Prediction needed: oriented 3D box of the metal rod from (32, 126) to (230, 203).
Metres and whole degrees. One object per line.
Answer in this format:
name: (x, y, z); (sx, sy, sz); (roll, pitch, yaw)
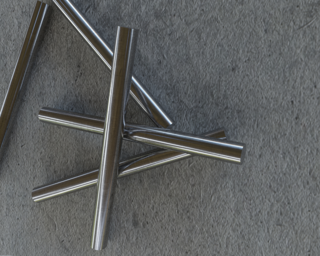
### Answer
metal rod: (-0.052, 0.056, 0.427); (0.300, 0.025, 0.025); (-19, 84, 18)

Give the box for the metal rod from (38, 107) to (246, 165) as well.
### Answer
metal rod: (-0.041, 0.004, 0.406); (0.301, 0.025, 0.025); (10, 94, 26)

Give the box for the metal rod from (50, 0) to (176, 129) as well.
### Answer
metal rod: (-0.082, -0.112, 0.437); (0.025, 0.025, 0.300); (-43, 77, 15)

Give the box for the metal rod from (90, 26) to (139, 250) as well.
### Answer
metal rod: (-0.062, 0.027, 0.392); (0.025, 0.025, 0.298); (17, 110, 19)

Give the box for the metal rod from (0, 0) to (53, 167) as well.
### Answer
metal rod: (-0.230, -0.051, 0.490); (0.025, 0.025, 0.298); (24, 98, 18)
